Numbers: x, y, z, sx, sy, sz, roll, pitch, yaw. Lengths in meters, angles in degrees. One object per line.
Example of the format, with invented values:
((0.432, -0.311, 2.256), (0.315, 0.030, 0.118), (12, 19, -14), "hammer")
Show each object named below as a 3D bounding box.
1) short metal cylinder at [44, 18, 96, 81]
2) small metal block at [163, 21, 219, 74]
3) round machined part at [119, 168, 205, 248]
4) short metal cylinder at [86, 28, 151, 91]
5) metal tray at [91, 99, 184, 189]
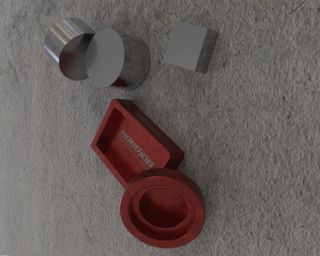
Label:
((-0.128, -0.120, 0.475), (0.050, 0.081, 0.080), (45, 117, 30), "short metal cylinder")
((0.037, -0.097, 0.375), (0.050, 0.025, 0.050), (26, 106, 37), "small metal block")
((0.005, 0.091, 0.370), (0.098, 0.042, 0.097), (3, 111, 8), "round machined part")
((-0.060, -0.095, 0.438), (0.080, 0.050, 0.080), (0, 90, 40), "short metal cylinder")
((-0.037, 0.030, 0.431), (0.130, 0.030, 0.089), (44, 116, 31), "metal tray")
